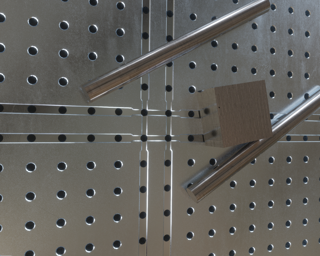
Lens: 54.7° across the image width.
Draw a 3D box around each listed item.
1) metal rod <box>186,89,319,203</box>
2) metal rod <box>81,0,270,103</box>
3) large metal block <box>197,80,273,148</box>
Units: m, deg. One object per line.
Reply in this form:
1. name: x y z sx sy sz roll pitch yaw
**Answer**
1. metal rod: 0.165 0.015 0.473 0.302 0.025 0.025 -33 101 -17
2. metal rod: 0.034 -0.114 0.424 0.302 0.025 0.025 -30 100 -18
3. large metal block: 0.105 -0.020 0.438 0.081 0.050 0.080 -11 94 -20
